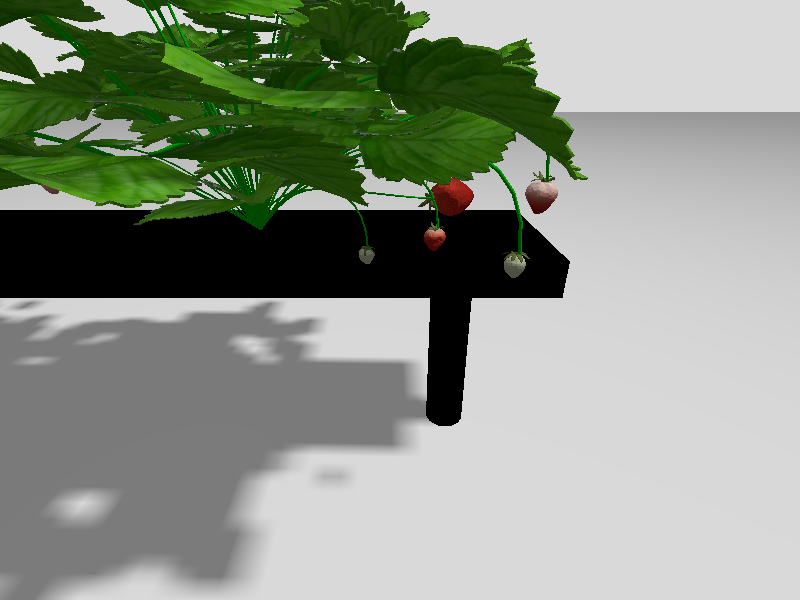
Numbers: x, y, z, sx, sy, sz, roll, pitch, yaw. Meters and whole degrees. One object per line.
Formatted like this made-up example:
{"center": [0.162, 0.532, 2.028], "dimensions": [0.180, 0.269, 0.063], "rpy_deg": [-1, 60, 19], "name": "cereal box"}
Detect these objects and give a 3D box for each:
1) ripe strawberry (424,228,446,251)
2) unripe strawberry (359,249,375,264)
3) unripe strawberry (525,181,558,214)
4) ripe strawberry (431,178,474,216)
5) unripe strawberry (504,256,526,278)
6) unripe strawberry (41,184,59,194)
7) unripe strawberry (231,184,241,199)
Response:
{"center": [0.026, -0.045, 0.300], "dimensions": [0.016, 0.016, 0.018], "rpy_deg": [10, 29, 20], "name": "ripe strawberry"}
{"center": [-0.023, -0.031, 0.279], "dimensions": [0.011, 0.011, 0.011], "rpy_deg": [21, 34, 35], "name": "unripe strawberry"}
{"center": [0.135, -0.098, 0.383], "dimensions": [0.030, 0.031, 0.029], "rpy_deg": [-4, 27, -7], "name": "unripe strawberry"}
{"center": [0.051, -0.102, 0.392], "dimensions": [0.042, 0.036, 0.042], "rpy_deg": [-6, 27, -13], "name": "ripe strawberry"}
{"center": [0.072, -0.021, 0.250], "dimensions": [0.013, 0.015, 0.015], "rpy_deg": [15, 30, 27], "name": "unripe strawberry"}
{"center": [-0.425, -0.142, 0.488], "dimensions": [0.021, 0.025, 0.025], "rpy_deg": [-24, 35, -39], "name": "unripe strawberry"}
{"center": [-0.182, -0.121, 0.450], "dimensions": [0.017, 0.020, 0.019], "rpy_deg": [-14, 24, -25], "name": "unripe strawberry"}
